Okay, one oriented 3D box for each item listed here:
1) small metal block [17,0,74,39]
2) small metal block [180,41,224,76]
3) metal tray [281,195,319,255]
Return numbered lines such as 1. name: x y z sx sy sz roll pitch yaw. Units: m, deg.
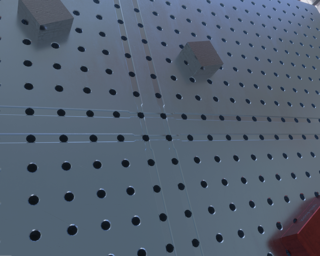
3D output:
1. small metal block: -0.155 -0.154 0.419 0.050 0.025 0.050 -31 79 -38
2. small metal block: 0.070 -0.118 0.520 0.050 0.025 0.050 -15 70 -34
3. metal tray: 0.241 0.159 0.441 0.131 0.030 0.090 -26 76 -37
